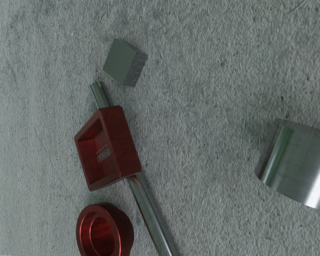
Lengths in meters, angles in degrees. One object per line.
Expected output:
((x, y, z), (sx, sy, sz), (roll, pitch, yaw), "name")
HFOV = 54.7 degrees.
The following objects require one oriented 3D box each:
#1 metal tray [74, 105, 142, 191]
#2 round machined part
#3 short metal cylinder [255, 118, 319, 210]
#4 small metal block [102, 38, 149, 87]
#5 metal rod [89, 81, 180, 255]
((-0.078, 0.033, 0.433), (0.129, 0.030, 0.090), (-33, 73, 55), "metal tray")
((-0.076, 0.157, 0.455), (0.098, 0.042, 0.097), (0, 90, 39), "round machined part")
((0.128, 0.029, 0.263), (0.080, 0.081, 0.050), (26, 106, 36), "short metal cylinder")
((-0.050, -0.094, 0.444), (0.050, 0.025, 0.050), (39, 114, 32), "small metal block")
((-0.037, 0.061, 0.433), (0.025, 0.025, 0.299), (-39, 67, 33), "metal rod")
